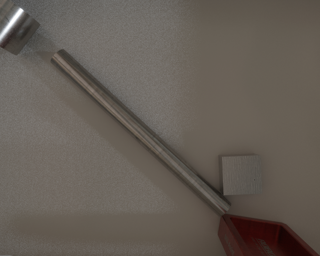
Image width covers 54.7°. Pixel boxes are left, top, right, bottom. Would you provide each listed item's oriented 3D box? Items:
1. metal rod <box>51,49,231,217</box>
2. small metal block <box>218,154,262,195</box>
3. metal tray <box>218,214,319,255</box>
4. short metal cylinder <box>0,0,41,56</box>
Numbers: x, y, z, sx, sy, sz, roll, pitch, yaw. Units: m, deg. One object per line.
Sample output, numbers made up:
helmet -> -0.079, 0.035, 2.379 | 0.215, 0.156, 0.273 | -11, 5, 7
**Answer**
metal rod -> -0.025, 0.007, 0.411 | 0.300, 0.025, 0.025 | 43, 90, -1
small metal block -> 0.106, 0.061, 0.413 | 0.050, 0.025, 0.050 | -2, 90, -1
metal tray -> 0.125, 0.142, 0.360 | 0.091, 0.130, 0.030 | 9, 94, -1
short metal cylinder -> -0.198, -0.135, 0.381 | 0.080, 0.080, 0.050 | 36, 90, -1
